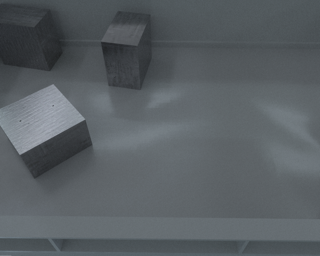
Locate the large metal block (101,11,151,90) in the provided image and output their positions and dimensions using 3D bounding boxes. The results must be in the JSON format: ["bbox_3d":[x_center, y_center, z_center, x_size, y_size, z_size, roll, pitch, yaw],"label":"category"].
[{"bbox_3d":[-0.046,-0.116,0.467,0.050,0.080,0.080,9,51,7],"label":"large metal block"}]

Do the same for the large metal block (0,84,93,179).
[{"bbox_3d":[-0.144,0.002,0.386,0.080,0.050,0.080,-32,57,-24],"label":"large metal block"}]

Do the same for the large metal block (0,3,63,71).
[{"bbox_3d":[-0.211,-0.141,0.487,0.080,0.080,0.050,10,51,8],"label":"large metal block"}]
